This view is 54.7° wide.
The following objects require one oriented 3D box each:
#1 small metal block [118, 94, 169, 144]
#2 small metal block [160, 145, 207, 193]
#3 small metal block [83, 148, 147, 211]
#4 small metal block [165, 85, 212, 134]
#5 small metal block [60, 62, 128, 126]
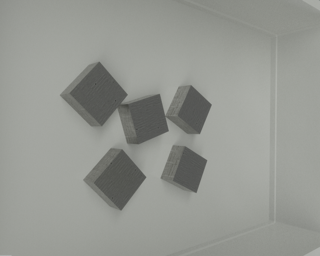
[{"bbox_3d":[-0.021,-0.012,0.389,0.050,0.025,0.050,-23,105,-38],"label":"small metal block"},{"bbox_3d":[0.035,0.058,0.436,0.050,0.025,0.050,33,70,-35],"label":"small metal block"},{"bbox_3d":[-0.052,0.059,0.363,0.050,0.025,0.050,-52,120,-27],"label":"small metal block"},{"bbox_3d":[0.042,-0.025,0.441,0.050,0.025,0.050,37,67,-34],"label":"small metal block"},{"bbox_3d":[-0.072,-0.037,0.346,0.050,0.025,0.050,50,61,-28],"label":"small metal block"}]
